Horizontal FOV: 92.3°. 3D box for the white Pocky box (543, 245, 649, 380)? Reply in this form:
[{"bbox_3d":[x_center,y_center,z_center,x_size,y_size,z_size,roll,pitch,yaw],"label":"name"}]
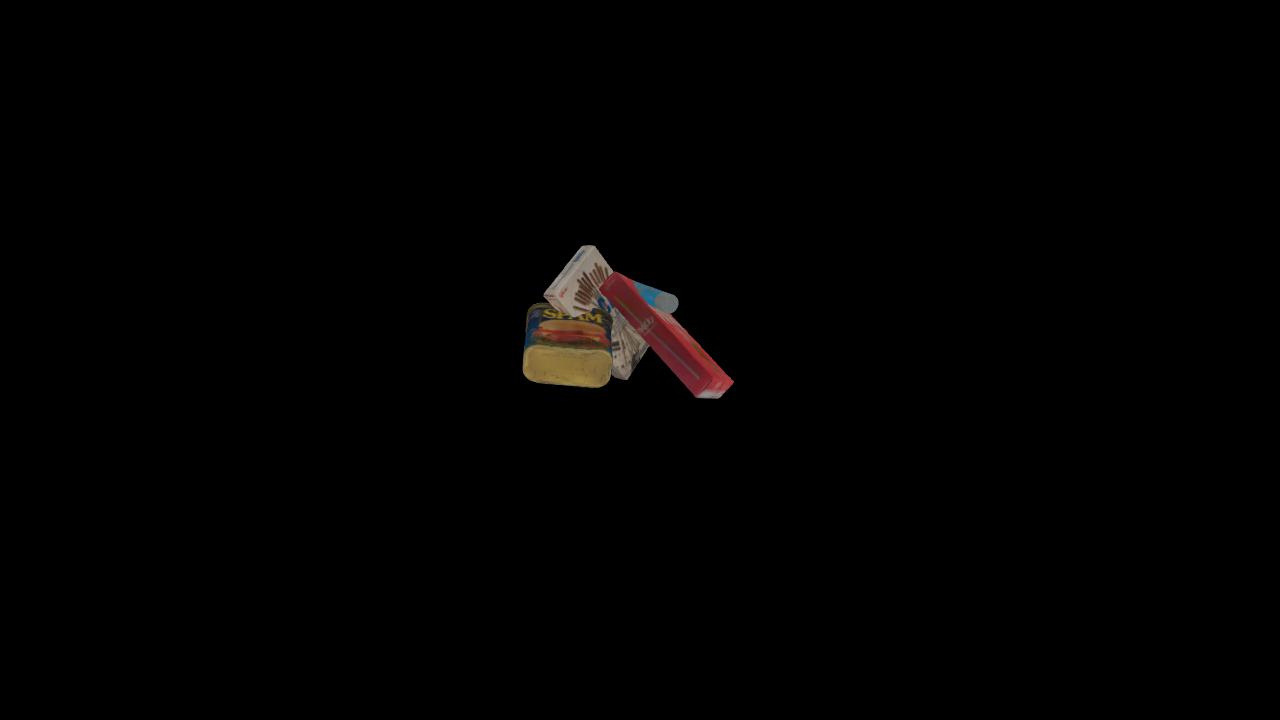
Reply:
[{"bbox_3d":[-0.043,-0.055,0.743,0.028,0.084,0.154,8,-34,46],"label":"white Pocky box"}]

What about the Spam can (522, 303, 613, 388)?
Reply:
[{"bbox_3d":[-0.081,-0.016,0.696,0.101,0.058,0.085,5,35,-8],"label":"Spam can"}]

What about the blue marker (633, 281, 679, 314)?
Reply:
[{"bbox_3d":[0.002,-0.069,0.633,0.020,0.020,0.121,0,16,-27],"label":"blue marker"}]

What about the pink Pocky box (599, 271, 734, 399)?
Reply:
[{"bbox_3d":[0.028,-0.025,0.637,0.029,0.155,0.084,-46,-19,12],"label":"pink Pocky box"}]
